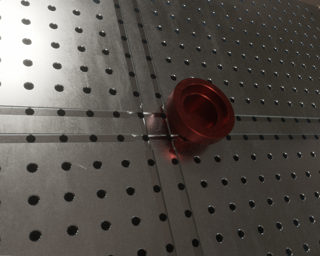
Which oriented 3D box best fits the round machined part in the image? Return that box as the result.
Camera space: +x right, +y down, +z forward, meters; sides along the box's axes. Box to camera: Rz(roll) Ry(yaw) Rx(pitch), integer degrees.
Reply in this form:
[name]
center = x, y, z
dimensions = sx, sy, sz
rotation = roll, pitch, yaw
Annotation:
[round machined part]
center = 0.053, -0.019, 0.440
dimensions = 0.099, 0.042, 0.098
rotation = 14, 56, -21
